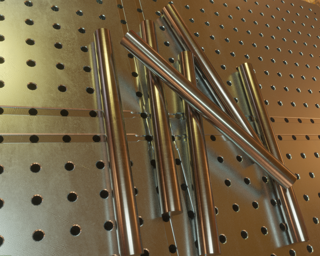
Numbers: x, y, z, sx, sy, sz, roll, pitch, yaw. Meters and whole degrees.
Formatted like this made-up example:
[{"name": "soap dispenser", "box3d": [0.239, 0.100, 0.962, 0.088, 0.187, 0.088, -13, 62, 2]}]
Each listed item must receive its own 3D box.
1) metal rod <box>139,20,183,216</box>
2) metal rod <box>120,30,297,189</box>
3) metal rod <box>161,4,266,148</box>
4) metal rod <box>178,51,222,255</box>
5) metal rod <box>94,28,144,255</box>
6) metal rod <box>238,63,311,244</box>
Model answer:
[{"name": "metal rod", "box3d": [-0.003, -0.033, 0.425, 0.025, 0.025, 0.299, 7, 59, -25]}, {"name": "metal rod", "box3d": [0.067, -0.024, 0.425, 0.300, 0.025, 0.025, 41, 51, -2]}, {"name": "metal rod", "box3d": [0.083, -0.080, 0.500, 0.025, 0.025, 0.299, -18, 71, -35]}, {"name": "metal rod", "box3d": [0.049, 0.014, 0.425, 0.025, 0.025, 0.299, 10, 57, -23]}, {"name": "metal rod", "box3d": [-0.055, -0.003, 0.379, 0.025, 0.025, 0.299, 3, 60, -27]}, {"name": "metal rod", "box3d": [0.171, 0.022, 0.485, 0.025, 0.025, 0.299, 6, 59, -25]}]
